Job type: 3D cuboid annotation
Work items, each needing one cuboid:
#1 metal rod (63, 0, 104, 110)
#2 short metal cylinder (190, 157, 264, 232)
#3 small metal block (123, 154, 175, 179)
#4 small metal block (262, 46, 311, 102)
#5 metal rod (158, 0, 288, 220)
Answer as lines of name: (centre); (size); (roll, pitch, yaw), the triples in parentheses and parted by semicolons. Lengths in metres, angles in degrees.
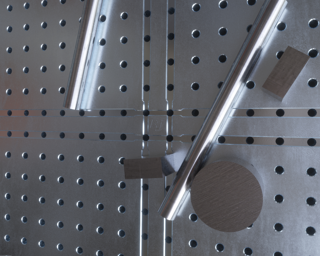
metal rod: (-0.097, -0.174, 0.446); (0.025, 0.025, 0.298); (15, 95, 19)
short metal cylinder: (0.082, 0.077, 0.370); (0.080, 0.050, 0.079); (0, 90, 20)
small metal block: (-0.013, 0.050, 0.404); (0.050, 0.050, 0.025); (-6, 88, 20)
small metal block: (0.141, -0.059, 0.349); (0.025, 0.050, 0.050); (34, 101, 17)
metal rod: (0.073, -0.018, 0.386); (0.025, 0.025, 0.298); (29, 99, 17)
